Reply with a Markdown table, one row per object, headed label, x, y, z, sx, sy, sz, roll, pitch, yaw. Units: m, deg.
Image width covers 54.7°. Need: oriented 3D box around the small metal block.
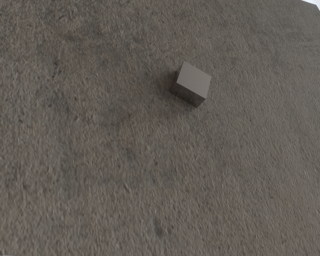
| label | x | y | z | sx | sy | sz | roll | pitch | yaw |
| --- | --- | --- | --- | --- | --- | --- | --- | --- | --- |
| small metal block | 0.047 | -0.067 | 0.472 | 0.050 | 0.025 | 0.050 | 28 | 52 | -11 |
